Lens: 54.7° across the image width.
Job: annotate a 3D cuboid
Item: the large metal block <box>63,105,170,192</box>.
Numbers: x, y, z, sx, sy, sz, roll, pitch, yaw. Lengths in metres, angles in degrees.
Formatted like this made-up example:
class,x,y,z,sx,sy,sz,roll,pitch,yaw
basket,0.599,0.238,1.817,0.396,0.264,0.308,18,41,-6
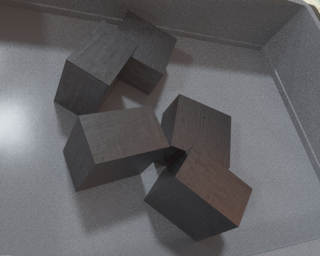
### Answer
class,x,y,z,sx,sy,sz,roll,pitch,yaw
large metal block,-0.050,0.022,0.331,0.081,0.080,0.050,-11,68,-33

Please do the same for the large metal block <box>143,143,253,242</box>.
class,x,y,z,sx,sy,sz,roll,pitch,yaw
large metal block,0.041,0.075,0.348,0.080,0.080,0.050,39,51,-3

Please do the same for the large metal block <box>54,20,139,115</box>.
class,x,y,z,sx,sy,sz,roll,pitch,yaw
large metal block,-0.076,-0.066,0.371,0.050,0.080,0.080,32,51,-8

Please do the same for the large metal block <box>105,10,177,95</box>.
class,x,y,z,sx,sy,sz,roll,pitch,yaw
large metal block,-0.030,-0.106,0.440,0.080,0.050,0.080,27,52,-12

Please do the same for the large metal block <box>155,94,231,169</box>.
class,x,y,z,sx,sy,sz,roll,pitch,yaw
large metal block,0.044,0.014,0.407,0.080,0.050,0.080,22,53,-16
